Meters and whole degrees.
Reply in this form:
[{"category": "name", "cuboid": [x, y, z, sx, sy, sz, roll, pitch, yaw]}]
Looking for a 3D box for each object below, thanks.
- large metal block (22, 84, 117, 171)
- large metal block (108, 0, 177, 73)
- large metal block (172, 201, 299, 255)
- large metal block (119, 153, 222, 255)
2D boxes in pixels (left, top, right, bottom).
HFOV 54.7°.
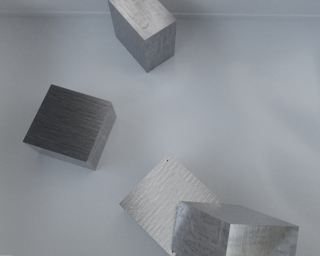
[{"category": "large metal block", "cuboid": [-0.110, 0.000, 0.395, 0.080, 0.050, 0.080, 17, 71, 6]}, {"category": "large metal block", "cuboid": [-0.023, -0.137, 0.430, 0.050, 0.080, 0.080, -36, 74, -12]}, {"category": "large metal block", "cuboid": [0.069, 0.106, 0.297, 0.081, 0.080, 0.050, 11, 86, -27]}, {"category": "large metal block", "cuboid": [0.012, 0.090, 0.363, 0.080, 0.050, 0.080, 42, 75, 13]}]
